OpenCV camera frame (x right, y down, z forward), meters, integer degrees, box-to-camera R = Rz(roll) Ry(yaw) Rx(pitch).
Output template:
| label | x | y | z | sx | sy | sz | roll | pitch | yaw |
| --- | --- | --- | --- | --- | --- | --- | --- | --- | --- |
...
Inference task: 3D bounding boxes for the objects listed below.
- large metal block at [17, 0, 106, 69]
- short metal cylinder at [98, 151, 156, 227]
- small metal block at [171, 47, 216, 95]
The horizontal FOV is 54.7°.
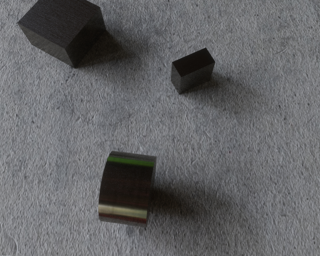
| label | x | y | z | sx | sy | sz | roll | pitch | yaw |
| --- | --- | --- | --- | --- | --- | --- | --- | --- | --- |
| large metal block | -0.138 | -0.146 | 0.447 | 0.080 | 0.050 | 0.080 | 30 | 73 | 10 |
| short metal cylinder | -0.035 | 0.069 | 0.353 | 0.050 | 0.080 | 0.080 | 7 | 70 | 3 |
| small metal block | 0.044 | -0.077 | 0.423 | 0.050 | 0.050 | 0.025 | -25 | 72 | -9 |
